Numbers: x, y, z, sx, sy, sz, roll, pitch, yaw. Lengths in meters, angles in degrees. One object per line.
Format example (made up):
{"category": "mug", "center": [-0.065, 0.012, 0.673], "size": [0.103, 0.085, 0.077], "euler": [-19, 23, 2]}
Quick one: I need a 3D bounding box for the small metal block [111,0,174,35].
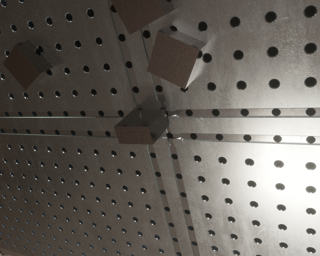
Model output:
{"category": "small metal block", "center": [-0.021, -0.138, 0.336], "size": [0.050, 0.025, 0.050], "euler": [-19, 109, 35]}

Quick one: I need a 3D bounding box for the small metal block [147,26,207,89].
{"category": "small metal block", "center": [0.018, -0.080, 0.351], "size": [0.050, 0.025, 0.050], "euler": [27, 128, 10]}

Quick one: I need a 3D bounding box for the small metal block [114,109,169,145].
{"category": "small metal block", "center": [-0.023, -0.002, 0.404], "size": [0.050, 0.050, 0.025], "euler": [0, 118, 28]}

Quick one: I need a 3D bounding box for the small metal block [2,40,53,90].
{"category": "small metal block", "center": [-0.195, -0.092, 0.455], "size": [0.050, 0.025, 0.050], "euler": [-31, 102, 37]}
